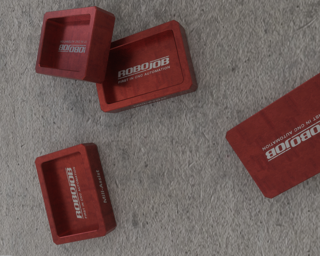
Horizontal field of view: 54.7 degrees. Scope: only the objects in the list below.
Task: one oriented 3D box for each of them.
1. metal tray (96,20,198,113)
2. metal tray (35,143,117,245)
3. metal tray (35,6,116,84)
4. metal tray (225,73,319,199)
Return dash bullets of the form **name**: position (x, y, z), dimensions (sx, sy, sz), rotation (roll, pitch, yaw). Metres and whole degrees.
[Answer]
- **metal tray**: position (-0.024, -0.078, 0.414), dimensions (0.130, 0.030, 0.090), rotation (-14, 86, 19)
- **metal tray**: position (-0.123, 0.094, 0.449), dimensions (0.090, 0.030, 0.129), rotation (-17, 84, 19)
- **metal tray**: position (-0.120, -0.112, 0.423), dimensions (0.130, 0.030, 0.089), rotation (14, 95, 41)
- **metal tray**: position (0.154, 0.009, 0.352), dimensions (0.130, 0.030, 0.090), rotation (-35, 79, 16)
